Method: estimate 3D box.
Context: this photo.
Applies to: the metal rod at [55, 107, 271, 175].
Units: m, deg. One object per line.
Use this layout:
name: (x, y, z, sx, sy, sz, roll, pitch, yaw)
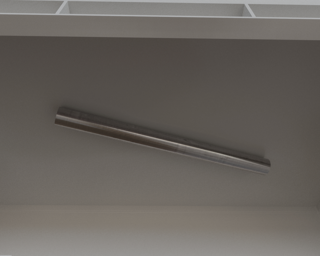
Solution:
metal rod: (0.013, 0.021, 0.425, 0.302, 0.025, 0.025, 14, 129, -12)
